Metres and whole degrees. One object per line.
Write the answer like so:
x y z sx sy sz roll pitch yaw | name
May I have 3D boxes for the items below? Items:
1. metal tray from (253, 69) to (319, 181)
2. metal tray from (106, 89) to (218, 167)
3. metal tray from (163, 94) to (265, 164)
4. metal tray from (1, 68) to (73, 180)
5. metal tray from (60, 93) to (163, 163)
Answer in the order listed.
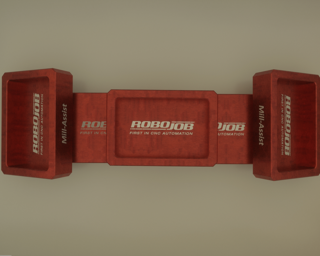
0.160 -0.003 0.389 0.091 0.030 0.129 0 90 -28 | metal tray
0.003 0.000 0.377 0.131 0.030 0.089 1 89 0 | metal tray
0.069 0.001 0.408 0.131 0.030 0.089 0 90 0 | metal tray
-0.155 -0.005 0.388 0.090 0.030 0.129 1 90 25 | metal tray
-0.062 0.000 0.408 0.131 0.030 0.089 0 90 0 | metal tray
